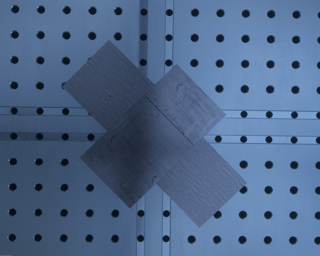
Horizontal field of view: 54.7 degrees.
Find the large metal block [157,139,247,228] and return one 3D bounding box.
[{"bbox_3d":[0.050,0.065,0.402,0.080,0.050,0.080,-44,91,1],"label":"large metal block"}]

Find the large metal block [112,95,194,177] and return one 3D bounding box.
[{"bbox_3d":[-0.008,0.009,0.386,0.050,0.080,0.080,-44,91,0],"label":"large metal block"}]

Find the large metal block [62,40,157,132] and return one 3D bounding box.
[{"bbox_3d":[-0.061,-0.050,0.397,0.080,0.050,0.080,45,91,-1],"label":"large metal block"}]

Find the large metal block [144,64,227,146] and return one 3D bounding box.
[{"bbox_3d":[0.028,-0.026,0.387,0.050,0.080,0.080,-44,91,0],"label":"large metal block"}]

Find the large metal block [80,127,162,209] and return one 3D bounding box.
[{"bbox_3d":[-0.044,0.044,0.386,0.050,0.080,0.080,-44,91,0],"label":"large metal block"}]
